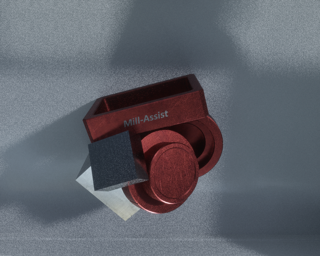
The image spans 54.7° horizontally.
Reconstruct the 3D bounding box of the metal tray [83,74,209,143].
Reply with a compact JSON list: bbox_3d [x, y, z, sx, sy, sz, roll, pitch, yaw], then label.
[{"bbox_3d":[-0.015,-0.026,0.365,0.131,0.090,0.030,-14,110,4],"label":"metal tray"}]

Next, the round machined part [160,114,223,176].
[{"bbox_3d":[0.030,0.016,0.408,0.099,0.042,0.097,0,110,-1],"label":"round machined part"}]

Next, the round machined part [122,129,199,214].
[{"bbox_3d":[0.006,0.050,0.357,0.099,0.042,0.097,1,88,-33],"label":"round machined part"}]

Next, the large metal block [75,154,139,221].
[{"bbox_3d":[-0.052,0.057,0.401,0.050,0.080,0.080,-42,105,14],"label":"large metal block"}]

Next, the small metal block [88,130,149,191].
[{"bbox_3d":[-0.044,0.036,0.324,0.050,0.025,0.050,-19,71,19],"label":"small metal block"}]
